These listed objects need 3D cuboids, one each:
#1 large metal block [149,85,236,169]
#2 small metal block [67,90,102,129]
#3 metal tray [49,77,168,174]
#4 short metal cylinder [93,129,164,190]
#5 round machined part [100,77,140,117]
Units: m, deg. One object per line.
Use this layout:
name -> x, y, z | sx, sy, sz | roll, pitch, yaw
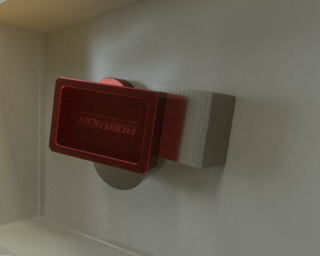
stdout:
large metal block -> 0.033, -0.004, 0.358 | 0.080, 0.050, 0.079 | 13, 98, 39
small metal block -> -0.108, -0.025, 0.420 | 0.025, 0.050, 0.050 | 16, 100, 38
metal tray -> -0.063, -0.006, 0.359 | 0.130, 0.030, 0.089 | 11, 97, 19
short metal cylinder -> -0.041, 0.034, 0.405 | 0.080, 0.050, 0.079 | 7, 106, 26
round machined part -> -0.078, -0.026, 0.455 | 0.098, 0.042, 0.097 | 0, 90, 39
